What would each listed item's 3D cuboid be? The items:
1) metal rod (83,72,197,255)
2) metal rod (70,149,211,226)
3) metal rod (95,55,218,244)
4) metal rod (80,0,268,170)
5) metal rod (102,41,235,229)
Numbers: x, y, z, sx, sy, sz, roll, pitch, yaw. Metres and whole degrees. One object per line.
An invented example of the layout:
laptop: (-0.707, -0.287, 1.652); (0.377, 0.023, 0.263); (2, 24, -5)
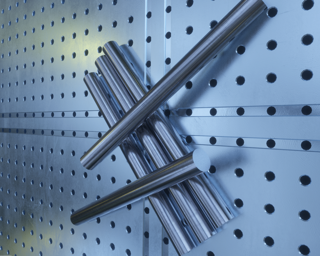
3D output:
metal rod: (-0.038, 0.035, 0.439); (0.025, 0.025, 0.299); (-46, 63, 30)
metal rod: (-0.048, 0.092, 0.420); (0.299, 0.025, 0.025); (-33, 70, 43)
metal rod: (-0.016, 0.012, 0.421); (0.025, 0.025, 0.299); (-46, 63, 30)
metal rod: (0.001, -0.043, 0.380); (0.299, 0.025, 0.025); (-42, 65, 23)
metal rod: (-0.001, -0.008, 0.408); (0.025, 0.025, 0.299); (-47, 62, 29)
